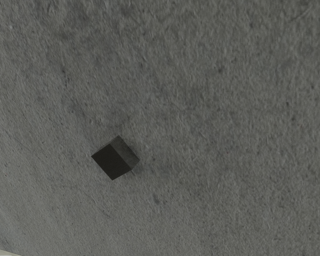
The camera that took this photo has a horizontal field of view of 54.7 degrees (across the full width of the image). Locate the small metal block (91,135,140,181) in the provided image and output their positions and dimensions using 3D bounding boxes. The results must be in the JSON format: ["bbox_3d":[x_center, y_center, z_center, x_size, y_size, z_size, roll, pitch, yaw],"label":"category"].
[{"bbox_3d":[-0.068,0.046,0.469,0.050,0.025,0.050,-32,101,38],"label":"small metal block"}]
